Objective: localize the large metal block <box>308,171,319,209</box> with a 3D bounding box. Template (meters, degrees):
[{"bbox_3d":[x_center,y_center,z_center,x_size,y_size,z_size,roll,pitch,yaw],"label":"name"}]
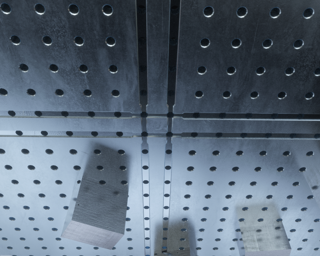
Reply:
[{"bbox_3d":[0.288,0.107,0.468,0.080,0.080,0.050,12,129,-10],"label":"large metal block"}]

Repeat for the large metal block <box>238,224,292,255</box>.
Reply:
[{"bbox_3d":[0.197,0.231,0.593,0.080,0.050,0.080,-5,130,4],"label":"large metal block"}]

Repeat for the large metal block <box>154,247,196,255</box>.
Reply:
[{"bbox_3d":[0.034,0.299,0.630,0.080,0.080,0.050,-18,128,14],"label":"large metal block"}]

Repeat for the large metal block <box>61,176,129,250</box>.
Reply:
[{"bbox_3d":[-0.100,0.134,0.488,0.080,0.080,0.050,23,127,-18],"label":"large metal block"}]
